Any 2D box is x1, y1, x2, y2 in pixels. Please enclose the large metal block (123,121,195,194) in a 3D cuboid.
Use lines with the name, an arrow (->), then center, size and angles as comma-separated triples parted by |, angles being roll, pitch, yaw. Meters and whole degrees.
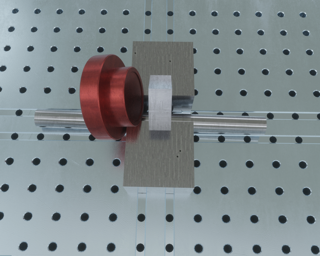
large metal block -> 0.000, 0.037, 0.385 | 0.081, 0.050, 0.080 | 1, 70, 0

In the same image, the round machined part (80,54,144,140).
round machined part -> -0.048, -0.035, 0.355 | 0.042, 0.098, 0.098 | -1, 69, 15

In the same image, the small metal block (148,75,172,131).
small metal block -> 0.000, -0.031, 0.363 | 0.025, 0.050, 0.050 | 1, 26, 0

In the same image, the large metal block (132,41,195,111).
large metal block -> 0.004, -0.070, 0.424 | 0.081, 0.050, 0.080 | 1, 70, 0

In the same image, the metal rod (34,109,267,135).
metal rod -> -0.012, -0.008, 0.414 | 0.302, 0.025, 0.025 | 2, 70, 0
